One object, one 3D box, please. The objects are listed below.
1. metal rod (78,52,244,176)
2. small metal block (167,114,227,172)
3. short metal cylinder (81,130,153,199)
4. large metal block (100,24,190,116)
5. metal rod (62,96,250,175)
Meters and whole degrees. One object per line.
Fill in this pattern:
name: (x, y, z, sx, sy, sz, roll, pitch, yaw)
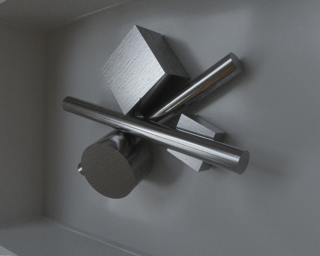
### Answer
metal rod: (-0.020, -0.003, 0.418, 0.299, 0.025, 0.025, -34, 69, 34)
small metal block: (0.042, 0.016, 0.366, 0.050, 0.025, 0.050, 33, 110, 34)
short metal cylinder: (-0.057, 0.047, 0.415, 0.080, 0.050, 0.079, 11, 116, 23)
large metal block: (-0.021, -0.071, 0.403, 0.080, 0.050, 0.080, -43, 64, 31)
metal rod: (-0.031, -0.002, 0.395, 0.300, 0.025, 0.025, 18, 101, 38)
